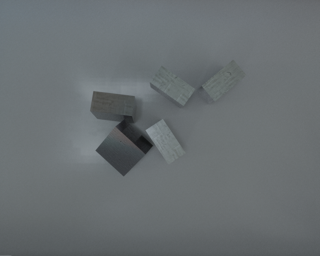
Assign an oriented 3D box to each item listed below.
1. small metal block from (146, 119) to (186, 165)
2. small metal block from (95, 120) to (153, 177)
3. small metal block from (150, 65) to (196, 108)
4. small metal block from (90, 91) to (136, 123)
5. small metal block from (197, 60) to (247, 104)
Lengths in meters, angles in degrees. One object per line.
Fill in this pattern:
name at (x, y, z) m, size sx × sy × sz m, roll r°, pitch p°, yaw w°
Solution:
small metal block at (0.007, 0.016, 0.399) m, size 0.025 × 0.050 × 0.050 m, roll -34°, pitch 90°, yaw 0°
small metal block at (-0.046, 0.026, 0.400) m, size 0.050 × 0.025 × 0.050 m, roll 43°, pitch 121°, yaw -1°
small metal block at (0.015, -0.051, 0.399) m, size 0.050 × 0.050 × 0.025 m, roll 35°, pitch 90°, yaw -1°
small metal block at (-0.058, -0.025, 0.396) m, size 0.050 × 0.050 × 0.025 m, roll 7°, pitch 81°, yaw -1°
small metal block at (0.078, -0.058, 0.400) m, size 0.050 × 0.050 × 0.025 m, roll -40°, pitch 90°, yaw 0°
